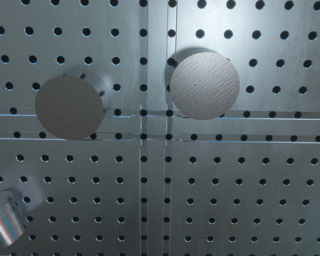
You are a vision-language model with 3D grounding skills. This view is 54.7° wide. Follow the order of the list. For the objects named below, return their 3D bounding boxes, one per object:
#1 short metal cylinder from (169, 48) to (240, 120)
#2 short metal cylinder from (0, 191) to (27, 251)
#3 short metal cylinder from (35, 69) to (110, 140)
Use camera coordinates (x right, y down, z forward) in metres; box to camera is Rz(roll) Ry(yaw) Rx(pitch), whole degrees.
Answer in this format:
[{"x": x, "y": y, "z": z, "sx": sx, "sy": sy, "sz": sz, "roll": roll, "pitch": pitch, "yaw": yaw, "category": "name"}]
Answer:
[{"x": 0.052, "y": -0.055, "z": 0.380, "sx": 0.081, "sy": 0.050, "sz": 0.079, "roll": 0, "pitch": 110, "yaw": 0, "category": "short metal cylinder"}, {"x": -0.235, "y": 0.131, "z": 0.430, "sx": 0.080, "sy": 0.080, "sz": 0.050, "roll": -14, "pitch": 110, "yaw": 5, "category": "short metal cylinder"}, {"x": -0.107, "y": -0.031, "z": 0.388, "sx": 0.081, "sy": 0.050, "sz": 0.079, "roll": 0, "pitch": 110, "yaw": 0, "category": "short metal cylinder"}]
